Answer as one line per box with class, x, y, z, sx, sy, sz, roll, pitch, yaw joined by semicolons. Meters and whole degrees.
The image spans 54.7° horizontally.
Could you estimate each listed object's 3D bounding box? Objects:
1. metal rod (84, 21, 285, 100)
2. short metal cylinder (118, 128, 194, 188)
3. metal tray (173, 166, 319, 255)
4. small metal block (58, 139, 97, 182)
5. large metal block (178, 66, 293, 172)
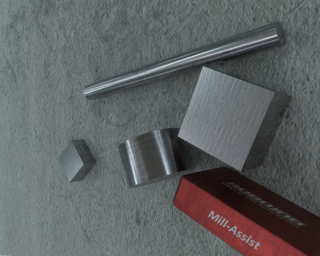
metal rod;0.004;-0.075;0.399;0.300;0.025;0.025;-9;84;39
short metal cylinder;-0.005;0.037;0.371;0.080;0.081;0.050;-26;74;37
metal tray;0.089;0.082;0.288;0.130;0.091;0.030;28;108;36
small metal block;-0.139;0.054;0.516;0.050;0.025;0.050;-49;62;28
large metal block;0.076;-0.011;0.325;0.080;0.050;0.079;30;108;35
